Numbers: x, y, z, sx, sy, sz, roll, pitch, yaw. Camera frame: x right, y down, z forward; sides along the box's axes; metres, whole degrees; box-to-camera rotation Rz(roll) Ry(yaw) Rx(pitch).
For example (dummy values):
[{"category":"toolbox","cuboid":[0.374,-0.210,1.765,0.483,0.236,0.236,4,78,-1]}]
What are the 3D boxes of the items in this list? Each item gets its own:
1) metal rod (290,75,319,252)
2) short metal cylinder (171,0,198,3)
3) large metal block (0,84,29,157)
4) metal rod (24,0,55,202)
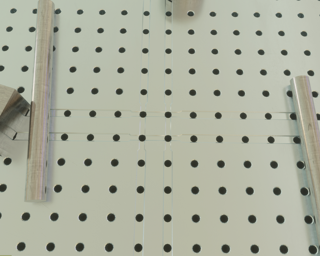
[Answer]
[{"category":"metal rod","cuboid":[0.199,0.072,0.387,0.025,0.025,0.299,-1,70,-1]},{"category":"short metal cylinder","cuboid":[0.039,-0.247,0.489,0.081,0.050,0.080,0,70,0]},{"category":"large metal block","cuboid":[-0.233,-0.017,0.402,0.080,0.050,0.080,17,71,6]},{"category":"metal rod","cuboid":[-0.164,-0.051,0.428,0.025,0.025,0.299,-4,70,-2]}]
